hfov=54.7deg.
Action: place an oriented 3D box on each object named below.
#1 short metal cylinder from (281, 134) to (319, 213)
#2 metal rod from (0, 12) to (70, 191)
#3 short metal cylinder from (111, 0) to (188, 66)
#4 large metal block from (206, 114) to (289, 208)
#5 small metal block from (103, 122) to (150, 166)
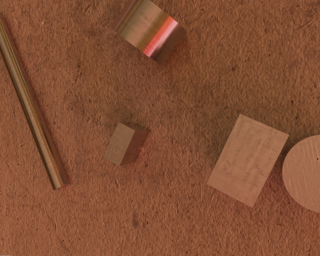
[{"bbox_3d":[0.174,0.046,0.334,0.080,0.050,0.079,0,90,20],"label":"short metal cylinder"},{"bbox_3d":[-0.207,-0.047,0.481,0.025,0.025,0.299,-27,81,18],"label":"metal rod"},{"bbox_3d":[-0.013,-0.122,0.384,0.080,0.080,0.050,41,103,15],"label":"short metal cylinder"},{"bbox_3d":[0.099,0.032,0.345,0.050,0.080,0.080,26,99,18],"label":"large metal block"},{"bbox_3d":[-0.043,0.020,0.411,0.025,0.050,0.050,27,99,18],"label":"small metal block"}]
